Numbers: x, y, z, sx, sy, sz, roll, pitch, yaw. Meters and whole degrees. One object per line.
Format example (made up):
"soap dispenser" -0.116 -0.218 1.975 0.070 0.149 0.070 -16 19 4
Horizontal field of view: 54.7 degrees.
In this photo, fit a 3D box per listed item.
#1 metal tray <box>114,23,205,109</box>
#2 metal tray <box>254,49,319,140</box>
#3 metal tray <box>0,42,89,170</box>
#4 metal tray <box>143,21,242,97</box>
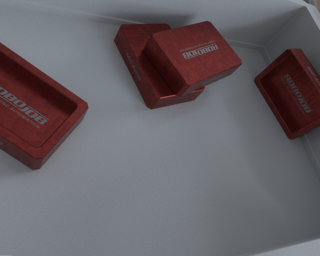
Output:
"metal tray" -0.001 -0.096 0.462 0.091 0.030 0.130 -15 69 -34
"metal tray" 0.228 -0.057 0.524 0.030 0.090 0.130 -12 68 -34
"metal tray" -0.157 -0.027 0.334 0.130 0.030 0.090 35 51 -5
"metal tray" 0.052 -0.107 0.458 0.131 0.030 0.090 -27 77 -37
